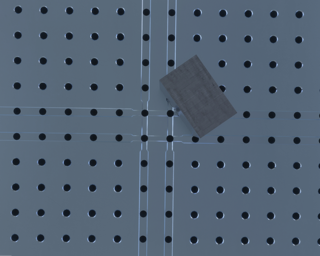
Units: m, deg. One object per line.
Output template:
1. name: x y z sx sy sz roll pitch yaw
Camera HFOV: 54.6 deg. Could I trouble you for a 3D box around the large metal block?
1. large metal block: 0.043 -0.036 0.386 0.050 0.080 0.080 -35 90 0
